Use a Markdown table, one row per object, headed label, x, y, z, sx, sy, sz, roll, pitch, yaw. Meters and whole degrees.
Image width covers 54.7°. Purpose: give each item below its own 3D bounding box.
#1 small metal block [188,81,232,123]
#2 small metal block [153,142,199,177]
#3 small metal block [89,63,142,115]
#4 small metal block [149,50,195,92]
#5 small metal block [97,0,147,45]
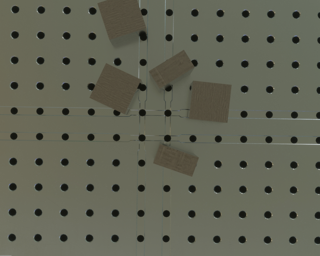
| label | x | y | z | sx | sy | sz | roll | pitch | yaw |
| --- | --- | --- | --- | --- | --- | --- | --- | --- | --- |
| small metal block | 0.065 | -0.034 | 0.414 | 0.050 | 0.025 | 0.050 | 6 | 90 | -1 |
| small metal block | 0.019 | 0.039 | 0.401 | 0.050 | 0.050 | 0.025 | 19 | 90 | -1 |
| small metal block | -0.058 | -0.051 | 0.413 | 0.050 | 0.025 | 0.050 | 25 | 90 | -1 |
| small metal block | 0.014 | -0.072 | 0.401 | 0.050 | 0.050 | 0.025 | -32 | 90 | 0 |
| small metal block | -0.049 | -0.145 | 0.413 | 0.050 | 0.025 | 0.050 | -18 | 90 | -1 |
